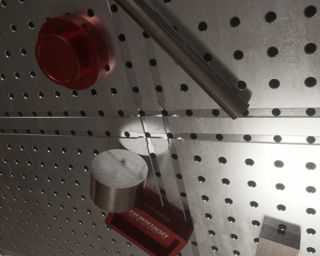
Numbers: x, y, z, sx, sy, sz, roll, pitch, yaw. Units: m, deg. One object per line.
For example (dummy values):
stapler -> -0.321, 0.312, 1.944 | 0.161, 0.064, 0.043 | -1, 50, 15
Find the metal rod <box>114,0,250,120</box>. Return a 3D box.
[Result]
metal rod -> -0.015, -0.123, 0.341 | 0.300, 0.025, 0.025 | 44, 129, -4

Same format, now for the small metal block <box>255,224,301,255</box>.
small metal block -> 0.162, 0.167, 0.429 | 0.050, 0.025, 0.050 | 13, 124, 20

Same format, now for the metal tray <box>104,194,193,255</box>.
metal tray -> -0.022, 0.163, 0.518 | 0.130, 0.030, 0.089 | 33, 129, 6

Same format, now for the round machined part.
round machined part -> -0.121, -0.094, 0.404 | 0.098, 0.042, 0.097 | 13, 124, 20

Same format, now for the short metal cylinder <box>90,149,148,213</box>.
short metal cylinder -> -0.061, 0.076, 0.453 | 0.080, 0.080, 0.050 | 21, 126, 15
